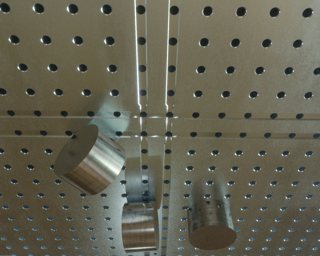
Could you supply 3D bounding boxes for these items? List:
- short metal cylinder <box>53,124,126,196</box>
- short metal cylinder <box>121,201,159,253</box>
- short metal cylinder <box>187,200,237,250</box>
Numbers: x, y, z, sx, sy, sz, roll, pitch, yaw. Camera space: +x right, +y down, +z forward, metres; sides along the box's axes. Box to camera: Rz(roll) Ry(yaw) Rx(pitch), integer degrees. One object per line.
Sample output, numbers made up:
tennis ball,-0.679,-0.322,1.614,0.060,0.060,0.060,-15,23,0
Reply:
short metal cylinder,-0.093,0.042,0.410,0.080,0.080,0.050,-30,124,23
short metal cylinder,-0.031,0.163,0.514,0.050,0.080,0.080,-5,130,4
short metal cylinder,0.089,0.170,0.541,0.081,0.050,0.079,0,130,0
